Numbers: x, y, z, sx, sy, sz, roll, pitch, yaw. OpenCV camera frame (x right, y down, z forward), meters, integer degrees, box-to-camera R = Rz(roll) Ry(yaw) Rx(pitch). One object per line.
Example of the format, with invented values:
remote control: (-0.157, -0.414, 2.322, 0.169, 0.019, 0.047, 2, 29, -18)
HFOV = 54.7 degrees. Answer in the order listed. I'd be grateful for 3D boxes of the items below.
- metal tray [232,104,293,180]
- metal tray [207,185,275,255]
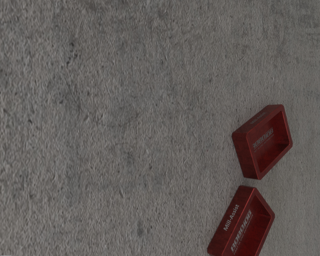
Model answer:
metal tray: (0.188, 0.022, 0.558, 0.131, 0.030, 0.090, -32, 110, -35)
metal tray: (0.140, 0.174, 0.518, 0.090, 0.030, 0.130, 51, 60, -28)
